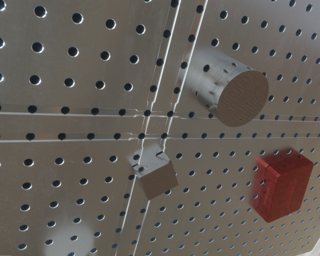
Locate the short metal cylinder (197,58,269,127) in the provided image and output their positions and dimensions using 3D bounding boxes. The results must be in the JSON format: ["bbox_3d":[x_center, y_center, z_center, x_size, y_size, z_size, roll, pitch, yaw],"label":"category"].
[{"bbox_3d":[0.098,-0.048,0.418,0.081,0.050,0.079,-14,124,-21],"label":"short metal cylinder"}]

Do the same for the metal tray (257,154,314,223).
[{"bbox_3d":[0.249,0.123,0.620,0.091,0.030,0.129,-15,125,-20],"label":"metal tray"}]

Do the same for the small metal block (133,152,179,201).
[{"bbox_3d":[-0.005,0.071,0.452,0.050,0.025,0.050,-26,128,-12],"label":"small metal block"}]
